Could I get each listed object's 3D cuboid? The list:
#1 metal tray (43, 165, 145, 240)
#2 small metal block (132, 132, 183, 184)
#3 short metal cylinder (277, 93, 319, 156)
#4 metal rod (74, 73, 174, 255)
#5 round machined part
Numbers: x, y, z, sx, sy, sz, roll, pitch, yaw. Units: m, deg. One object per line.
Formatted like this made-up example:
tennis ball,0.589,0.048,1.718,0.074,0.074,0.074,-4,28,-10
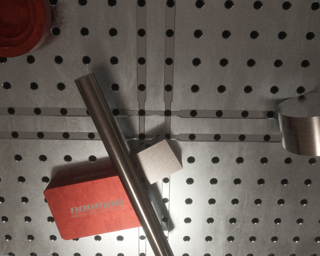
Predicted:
metal tray,-0.089,0.108,0.449,0.131,0.030,0.089,-12,110,3
small metal block,-0.003,0.042,0.429,0.050,0.025,0.050,-28,108,9
short metal cylinder,0.191,-0.007,0.384,0.080,0.080,0.050,-15,110,5
metal rod,-0.037,0.072,0.407,0.025,0.025,0.298,-19,109,6
round machined part,-0.173,-0.132,0.353,0.099,0.042,0.097,0,110,-1
